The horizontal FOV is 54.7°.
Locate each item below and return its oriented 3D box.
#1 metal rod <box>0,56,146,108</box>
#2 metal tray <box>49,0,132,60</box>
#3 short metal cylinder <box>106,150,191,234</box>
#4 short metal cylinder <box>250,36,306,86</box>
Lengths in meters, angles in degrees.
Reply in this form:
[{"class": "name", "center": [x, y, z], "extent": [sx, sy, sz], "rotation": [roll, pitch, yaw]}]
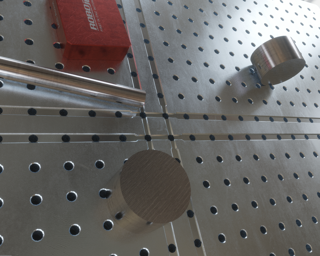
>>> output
[{"class": "metal rod", "center": [-0.161, -0.065, 0.360], "extent": [0.302, 0.025, 0.025], "rotation": [11, 57, -22]}, {"class": "metal tray", "center": [-0.103, -0.159, 0.446], "extent": [0.091, 0.030, 0.130], "rotation": [-6, 65, -31]}, {"class": "short metal cylinder", "center": [-0.013, 0.070, 0.342], "extent": [0.081, 0.050, 0.080], "rotation": [14, 56, -21]}, {"class": "short metal cylinder", "center": [0.212, -0.120, 0.560], "extent": [0.081, 0.080, 0.050], "rotation": [-3, 64, -30]}]
